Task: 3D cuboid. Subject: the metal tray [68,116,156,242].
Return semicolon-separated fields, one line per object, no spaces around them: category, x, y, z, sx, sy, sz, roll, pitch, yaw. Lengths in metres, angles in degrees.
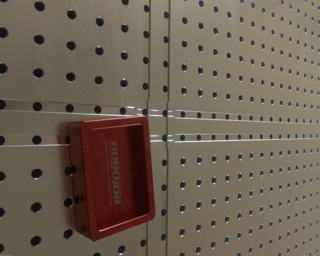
metal tray;-0.053;0.053;0.362;0.091;0.030;0.129;-7;95;-40
